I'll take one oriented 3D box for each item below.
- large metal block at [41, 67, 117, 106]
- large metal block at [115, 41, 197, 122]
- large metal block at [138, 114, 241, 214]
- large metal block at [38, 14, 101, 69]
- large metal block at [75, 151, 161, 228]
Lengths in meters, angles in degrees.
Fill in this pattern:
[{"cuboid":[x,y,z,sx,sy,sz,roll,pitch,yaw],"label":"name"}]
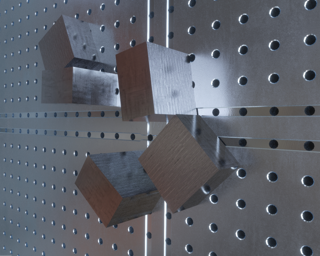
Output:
[{"cuboid":[-0.124,-0.061,0.477,0.080,0.081,0.050,4,93,40],"label":"large metal block"},{"cuboid":[-0.003,-0.051,0.377,0.050,0.081,0.080,-11,83,39],"label":"large metal block"},{"cuboid":[0.032,0.040,0.367,0.080,0.050,0.080,-51,60,28],"label":"large metal block"},{"cuboid":[-0.154,-0.127,0.522,0.080,0.050,0.080,-31,71,36],"label":"large metal block"},{"cuboid":[-0.053,0.078,0.419,0.080,0.081,0.050,43,116,31],"label":"large metal block"}]
